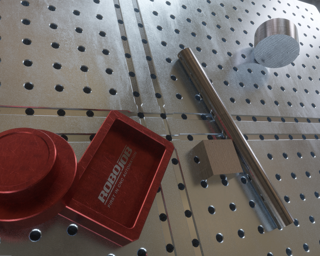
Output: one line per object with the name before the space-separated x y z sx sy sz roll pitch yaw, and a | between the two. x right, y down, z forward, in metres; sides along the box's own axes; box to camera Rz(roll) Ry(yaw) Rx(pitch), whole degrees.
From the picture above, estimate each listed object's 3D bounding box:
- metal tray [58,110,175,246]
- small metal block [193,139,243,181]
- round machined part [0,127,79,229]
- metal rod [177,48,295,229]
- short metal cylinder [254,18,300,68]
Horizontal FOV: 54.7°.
metal tray | -0.046 0.051 0.349 0.090 0.030 0.130 31 51 -9
small metal block | 0.080 0.044 0.427 0.050 0.025 0.050 0 62 -29
round machined part | -0.127 0.038 0.285 0.099 0.042 0.098 3 51 -3
metal rod | 0.106 0.004 0.464 0.025 0.025 0.299 -16 70 -35
short metal cylinder | 0.223 -0.162 0.595 0.080 0.080 0.050 24 53 -14
